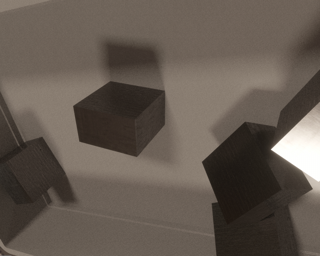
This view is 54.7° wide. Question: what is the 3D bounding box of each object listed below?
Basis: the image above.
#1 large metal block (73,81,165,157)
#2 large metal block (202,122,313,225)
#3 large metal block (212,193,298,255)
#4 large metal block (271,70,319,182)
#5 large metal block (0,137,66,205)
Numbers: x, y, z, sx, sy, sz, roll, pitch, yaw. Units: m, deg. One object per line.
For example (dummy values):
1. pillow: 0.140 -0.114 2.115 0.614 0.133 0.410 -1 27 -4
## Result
1. large metal block: -0.047 -0.015 0.387 0.080 0.080 0.050 13 124 21
2. large metal block: 0.102 0.051 0.343 0.080 0.050 0.080 -51 45 39
3. large metal block: 0.116 0.131 0.384 0.080 0.080 0.050 -21 148 35
4. large metal block: 0.154 -0.012 0.285 0.050 0.080 0.079 35 129 4
5. large metal block: -0.225 0.073 0.534 0.050 0.080 0.080 -14 112 33
